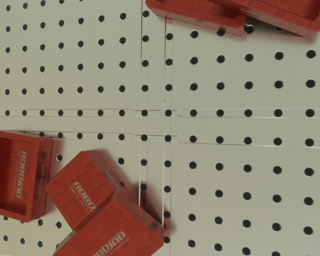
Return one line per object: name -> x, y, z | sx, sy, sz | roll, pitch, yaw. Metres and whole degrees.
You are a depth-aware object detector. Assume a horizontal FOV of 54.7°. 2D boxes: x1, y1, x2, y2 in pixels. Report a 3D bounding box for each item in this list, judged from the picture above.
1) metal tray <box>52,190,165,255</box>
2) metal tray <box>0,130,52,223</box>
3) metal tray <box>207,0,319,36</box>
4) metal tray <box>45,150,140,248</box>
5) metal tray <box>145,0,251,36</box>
metal tray -> -0.069, 0.156, 0.416 | 0.090, 0.030, 0.130 | 43, 104, -9
metal tray -> -0.222, 0.073, 0.486 | 0.090, 0.030, 0.129 | 8, 93, 19
metal tray -> 0.126, -0.166, 0.339 | 0.131, 0.030, 0.089 | 18, 96, -5
metal tray -> -0.094, 0.107, 0.442 | 0.090, 0.030, 0.130 | -42, 77, 14
metal tray -> 0.056, -0.178, 0.389 | 0.130, 0.030, 0.089 | 21, 97, 18
